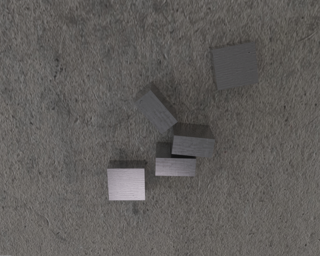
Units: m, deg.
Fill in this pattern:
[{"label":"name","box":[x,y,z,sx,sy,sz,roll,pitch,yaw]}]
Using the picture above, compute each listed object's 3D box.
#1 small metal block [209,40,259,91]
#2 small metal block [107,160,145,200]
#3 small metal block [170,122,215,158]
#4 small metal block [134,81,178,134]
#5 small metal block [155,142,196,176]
[{"label":"small metal block","box":[0.091,-0.078,0.382,0.050,0.025,0.050,-11,110,3]},{"label":"small metal block","box":[-0.046,0.074,0.436,0.050,0.025,0.050,0,110,0]},{"label":"small metal block","box":[0.041,0.014,0.402,0.050,0.050,0.025,6,110,-2]},{"label":"small metal block","box":[-0.004,-0.027,0.386,0.025,0.050,0.050,-38,106,13]},{"label":"small metal block","box":[0.020,0.041,0.411,0.050,0.050,0.025,1,110,-1]}]
